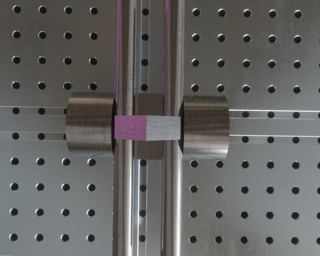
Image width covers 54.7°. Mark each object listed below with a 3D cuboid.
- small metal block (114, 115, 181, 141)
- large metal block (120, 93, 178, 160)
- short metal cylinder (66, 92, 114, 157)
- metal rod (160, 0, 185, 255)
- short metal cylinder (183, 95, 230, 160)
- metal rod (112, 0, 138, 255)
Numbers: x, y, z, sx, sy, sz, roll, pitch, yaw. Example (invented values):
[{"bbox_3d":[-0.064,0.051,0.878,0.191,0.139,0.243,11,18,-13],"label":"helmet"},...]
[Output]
[{"bbox_3d":[-0.013,0.000,0.334,0.050,0.050,0.025,1,91,44],"label":"small metal block"},{"bbox_3d":[-0.014,-0.002,0.397,0.081,0.050,0.079,1,90,0],"label":"large metal block"},{"bbox_3d":[-0.079,-0.004,0.382,0.050,0.080,0.079,1,90,0],"label":"short metal cylinder"},{"bbox_3d":[0.015,0.000,0.360,0.025,0.025,0.298,1,90,0],"label":"metal rod"},{"bbox_3d":[0.053,0.000,0.382,0.050,0.080,0.079,1,90,1],"label":"short metal cylinder"},{"bbox_3d":[-0.041,0.002,0.360,0.025,0.025,0.298,1,90,0],"label":"metal rod"}]
